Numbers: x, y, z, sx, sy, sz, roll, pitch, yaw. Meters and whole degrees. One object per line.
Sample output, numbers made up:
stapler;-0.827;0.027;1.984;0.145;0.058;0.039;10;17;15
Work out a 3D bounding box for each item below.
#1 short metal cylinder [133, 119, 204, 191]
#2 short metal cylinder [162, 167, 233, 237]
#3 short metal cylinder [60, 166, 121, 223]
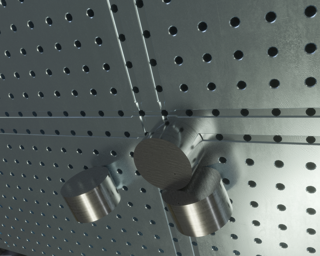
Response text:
short metal cylinder;0.012;0.035;0.409;0.080;0.050;0.079;13;124;20
short metal cylinder;0.049;0.095;0.408;0.080;0.080;0.050;-10;114;32
short metal cylinder;-0.110;0.105;0.496;0.080;0.080;0.050;-7;115;31
